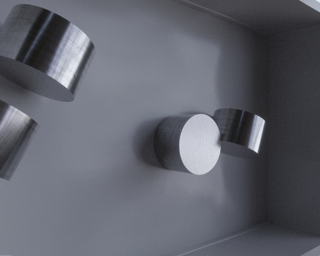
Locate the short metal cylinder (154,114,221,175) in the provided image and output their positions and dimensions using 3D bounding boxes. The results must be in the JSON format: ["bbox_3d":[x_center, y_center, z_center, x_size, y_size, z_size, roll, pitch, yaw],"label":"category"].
[{"bbox_3d":[0.038,0.021,0.425,0.081,0.050,0.079,0,90,-40],"label":"short metal cylinder"}]

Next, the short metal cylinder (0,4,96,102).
[{"bbox_3d":[-0.107,-0.065,0.282,0.080,0.080,0.050,32,70,-36],"label":"short metal cylinder"}]

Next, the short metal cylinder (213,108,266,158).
[{"bbox_3d":[0.115,0.009,0.470,0.080,0.080,0.050,29,72,-37],"label":"short metal cylinder"}]

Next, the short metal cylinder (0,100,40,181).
[{"bbox_3d":[-0.147,0.003,0.248,0.080,0.080,0.050,36,68,-35],"label":"short metal cylinder"}]
